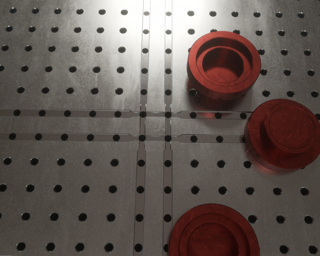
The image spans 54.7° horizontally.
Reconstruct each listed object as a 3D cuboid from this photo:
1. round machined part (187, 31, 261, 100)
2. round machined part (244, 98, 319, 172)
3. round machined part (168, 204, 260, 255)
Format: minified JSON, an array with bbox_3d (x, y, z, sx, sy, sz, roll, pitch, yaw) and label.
[{"bbox_3d":[0.087,-0.083,0.434,0.099,0.042,0.098,0,70,-1],"label":"round machined part"},{"bbox_3d":[0.164,0.005,0.403,0.099,0.042,0.098,0,70,-1],"label":"round machined part"},{"bbox_3d":[0.058,0.138,0.353,0.099,0.042,0.098,0,70,-1],"label":"round machined part"}]
